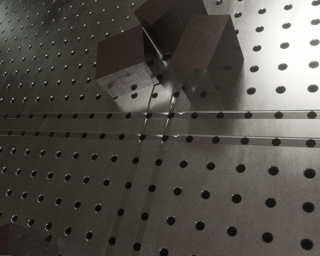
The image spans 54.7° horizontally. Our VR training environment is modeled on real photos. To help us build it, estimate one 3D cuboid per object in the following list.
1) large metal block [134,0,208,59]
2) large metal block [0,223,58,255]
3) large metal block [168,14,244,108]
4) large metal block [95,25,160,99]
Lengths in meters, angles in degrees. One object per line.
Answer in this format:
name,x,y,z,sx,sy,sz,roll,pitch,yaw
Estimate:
large metal block,0.022,-0.159,0.458,0.080,0.080,0.050,-43,51,-1
large metal block,-0.181,0.159,0.368,0.080,0.080,0.050,-24,53,13
large metal block,0.062,-0.083,0.391,0.050,0.080,0.080,11,68,33
large metal block,-0.050,-0.102,0.480,0.080,0.050,0.080,-17,55,18
